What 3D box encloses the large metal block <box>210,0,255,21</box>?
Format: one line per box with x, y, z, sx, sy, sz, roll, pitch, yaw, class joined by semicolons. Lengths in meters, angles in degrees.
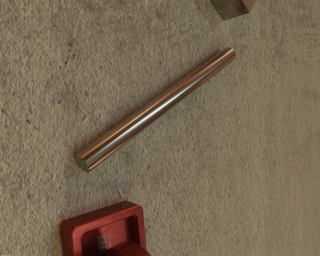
0.114;-0.232;0.486;0.080;0.050;0.080;42;64;-32;large metal block

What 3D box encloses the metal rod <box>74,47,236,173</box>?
0.014;-0.040;0.417;0.302;0.025;0.025;-39;114;-33;metal rod

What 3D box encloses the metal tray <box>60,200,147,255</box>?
-0.059;0.159;0.354;0.091;0.030;0.129;-9;96;-40;metal tray

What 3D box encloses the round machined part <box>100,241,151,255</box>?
-0.036;0.170;0.310;0.042;0.098;0.097;-10;97;-45;round machined part
